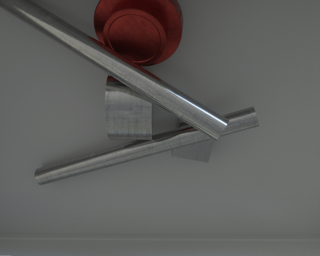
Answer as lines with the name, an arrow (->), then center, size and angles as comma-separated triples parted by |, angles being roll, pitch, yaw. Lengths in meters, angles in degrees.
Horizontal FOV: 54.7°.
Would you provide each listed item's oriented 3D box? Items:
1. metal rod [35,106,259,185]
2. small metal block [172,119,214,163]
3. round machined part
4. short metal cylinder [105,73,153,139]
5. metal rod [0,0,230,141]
metal rod -> -0.027, 0.027, 0.401 | 0.301, 0.025, 0.025 | -16, 110, 13
small metal block -> 0.045, 0.015, 0.418 | 0.050, 0.025, 0.050 | 10, 110, -5
round machined part -> -0.025, -0.108, 0.341 | 0.099, 0.042, 0.097 | 4, 136, 5
short metal cylinder -> -0.034, -0.026, 0.372 | 0.050, 0.080, 0.079 | 0, 110, -1
metal rod -> -0.063, -0.077, 0.331 | 0.301, 0.025, 0.025 | 32, 108, 8
